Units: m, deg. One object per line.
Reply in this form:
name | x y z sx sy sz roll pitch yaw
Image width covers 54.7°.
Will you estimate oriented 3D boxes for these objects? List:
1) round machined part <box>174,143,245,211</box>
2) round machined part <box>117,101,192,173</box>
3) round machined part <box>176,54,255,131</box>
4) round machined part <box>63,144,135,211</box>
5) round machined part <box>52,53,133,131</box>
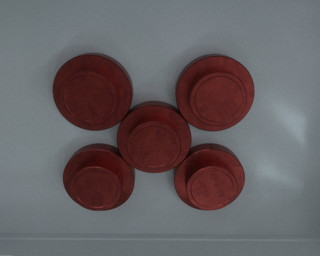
round machined part | 0.069 0.074 0.429 0.099 0.042 0.097 0 110 -1
round machined part | -0.008 0.017 0.406 0.099 0.042 0.097 0 110 -1
round machined part | 0.069 -0.041 0.387 0.099 0.042 0.097 0 110 -1
round machined part | -0.085 0.074 0.427 0.099 0.042 0.097 0 110 -1
round machined part | -0.084 -0.042 0.384 0.099 0.042 0.097 0 110 -1
